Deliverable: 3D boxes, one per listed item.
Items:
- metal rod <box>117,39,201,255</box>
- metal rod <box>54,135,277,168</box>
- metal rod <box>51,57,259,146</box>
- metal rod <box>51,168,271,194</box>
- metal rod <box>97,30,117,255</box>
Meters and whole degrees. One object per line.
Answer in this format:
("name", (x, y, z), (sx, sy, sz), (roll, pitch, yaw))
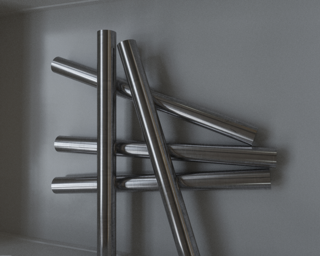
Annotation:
("metal rod", (0.000, 0.034, 0.381), (0.025, 0.025, 0.299), (-19, 84, 19))
("metal rod", (-0.007, 0.029, 0.410), (0.301, 0.025, 0.025), (2, 91, 19))
("metal rod", (-0.020, -0.042, 0.414), (0.301, 0.025, 0.025), (21, 97, 18))
("metal rod", (-0.012, 0.073, 0.412), (0.301, 0.025, 0.025), (-5, 88, 19))
("metal rod", (-0.070, 0.024, 0.405), (0.025, 0.025, 0.298), (0, 90, 19))
